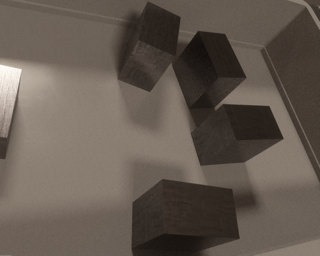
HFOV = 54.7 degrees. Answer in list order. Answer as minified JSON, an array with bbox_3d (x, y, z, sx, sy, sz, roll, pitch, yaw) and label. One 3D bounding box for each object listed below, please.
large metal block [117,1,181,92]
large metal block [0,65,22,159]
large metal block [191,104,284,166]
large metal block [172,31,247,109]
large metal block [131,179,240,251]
[{"bbox_3d":[-0.015,-0.111,0.431,0.050,0.080,0.080,20,54,-17],"label":"large metal block"},{"bbox_3d":[-0.187,-0.021,0.302,0.081,0.050,0.080,10,57,-23],"label":"large metal block"},{"bbox_3d":[0.102,0.011,0.421,0.081,0.080,0.050,0,62,-29],"label":"large metal block"},{"bbox_3d":[0.070,-0.084,0.461,0.050,0.080,0.080,-5,64,-31],"label":"large metal block"},{"bbox_3d":[0.023,0.096,0.325,0.081,0.080,0.050,12,57,-22],"label":"large metal block"}]
